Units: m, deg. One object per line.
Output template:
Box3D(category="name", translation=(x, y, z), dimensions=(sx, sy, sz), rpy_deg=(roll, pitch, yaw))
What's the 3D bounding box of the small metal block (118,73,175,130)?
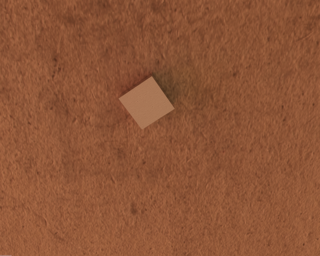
Box3D(category="small metal block", translation=(-0.016, -0.035, 0.397), dimensions=(0.050, 0.025, 0.050), rpy_deg=(-33, 107, 11))
